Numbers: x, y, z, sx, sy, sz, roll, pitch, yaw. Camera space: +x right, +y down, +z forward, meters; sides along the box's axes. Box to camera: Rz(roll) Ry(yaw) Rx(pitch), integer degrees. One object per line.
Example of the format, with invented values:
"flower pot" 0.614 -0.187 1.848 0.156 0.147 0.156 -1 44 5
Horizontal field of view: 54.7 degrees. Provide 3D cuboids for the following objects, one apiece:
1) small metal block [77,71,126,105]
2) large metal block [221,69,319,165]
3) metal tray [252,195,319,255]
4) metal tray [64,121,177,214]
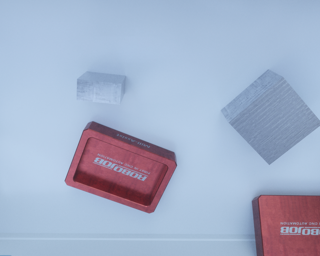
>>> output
"small metal block" -0.070 -0.050 0.379 0.050 0.050 0.025 6 110 -3
"large metal block" 0.139 -0.014 0.395 0.080 0.050 0.080 -42 105 13
"metal tray" 0.202 0.142 0.436 0.131 0.030 0.090 1 69 -1
"metal tray" -0.053 0.056 0.428 0.131 0.030 0.089 22 109 -8
